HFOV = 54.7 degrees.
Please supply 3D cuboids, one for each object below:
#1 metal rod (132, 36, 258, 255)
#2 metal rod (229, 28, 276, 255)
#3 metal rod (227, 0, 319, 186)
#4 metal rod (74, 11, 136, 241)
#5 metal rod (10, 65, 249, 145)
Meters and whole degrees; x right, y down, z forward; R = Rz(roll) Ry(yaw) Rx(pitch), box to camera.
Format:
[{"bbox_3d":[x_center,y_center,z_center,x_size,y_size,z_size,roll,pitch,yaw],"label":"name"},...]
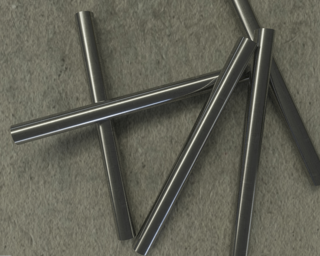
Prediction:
[{"bbox_3d":[0.041,0.028,0.392,0.025,0.025,0.299,26,97,-1],"label":"metal rod"},{"bbox_3d":[0.117,0.027,0.398,0.025,0.025,0.298,5,95,-1],"label":"metal rod"},{"bbox_3d":[0.152,-0.064,0.411,0.025,0.025,0.299,-24,90,0],"label":"metal rod"},{"bbox_3d":[-0.072,-0.003,0.409,0.025,0.025,0.298,-11,90,0],"label":"metal rod"},{"bbox_3d":[-0.028,-0.033,0.389,0.302,0.025,0.025,-16,90,-9],"label":"metal rod"}]
